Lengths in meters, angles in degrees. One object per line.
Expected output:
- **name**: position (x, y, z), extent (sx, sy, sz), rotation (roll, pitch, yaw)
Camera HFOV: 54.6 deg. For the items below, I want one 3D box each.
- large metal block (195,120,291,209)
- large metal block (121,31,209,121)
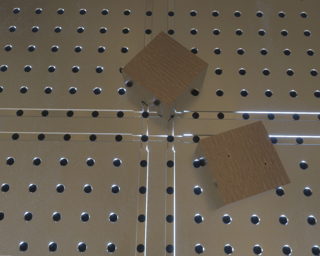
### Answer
- **large metal block**: position (0.098, 0.046, 0.382), extent (0.080, 0.050, 0.080), rotation (-17, 71, -6)
- **large metal block**: position (0.007, -0.071, 0.424), extent (0.080, 0.050, 0.080), rotation (39, 75, 13)
